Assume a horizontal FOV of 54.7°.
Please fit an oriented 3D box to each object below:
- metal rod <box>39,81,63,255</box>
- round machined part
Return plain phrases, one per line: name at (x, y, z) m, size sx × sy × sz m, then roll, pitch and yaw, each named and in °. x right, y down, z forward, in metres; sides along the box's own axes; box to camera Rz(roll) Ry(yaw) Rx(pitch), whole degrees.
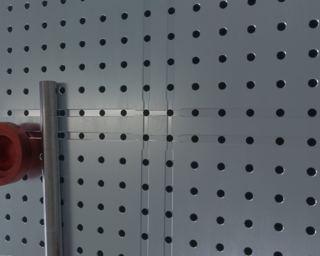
metal rod at (-0.165, 0.079, 0.470) m, size 0.025 × 0.025 × 0.298 m, roll -3°, pitch 89°, yaw 20°
round machined part at (-0.241, 0.039, 0.488) m, size 0.098 × 0.042 × 0.097 m, roll 0°, pitch 90°, yaw 20°
